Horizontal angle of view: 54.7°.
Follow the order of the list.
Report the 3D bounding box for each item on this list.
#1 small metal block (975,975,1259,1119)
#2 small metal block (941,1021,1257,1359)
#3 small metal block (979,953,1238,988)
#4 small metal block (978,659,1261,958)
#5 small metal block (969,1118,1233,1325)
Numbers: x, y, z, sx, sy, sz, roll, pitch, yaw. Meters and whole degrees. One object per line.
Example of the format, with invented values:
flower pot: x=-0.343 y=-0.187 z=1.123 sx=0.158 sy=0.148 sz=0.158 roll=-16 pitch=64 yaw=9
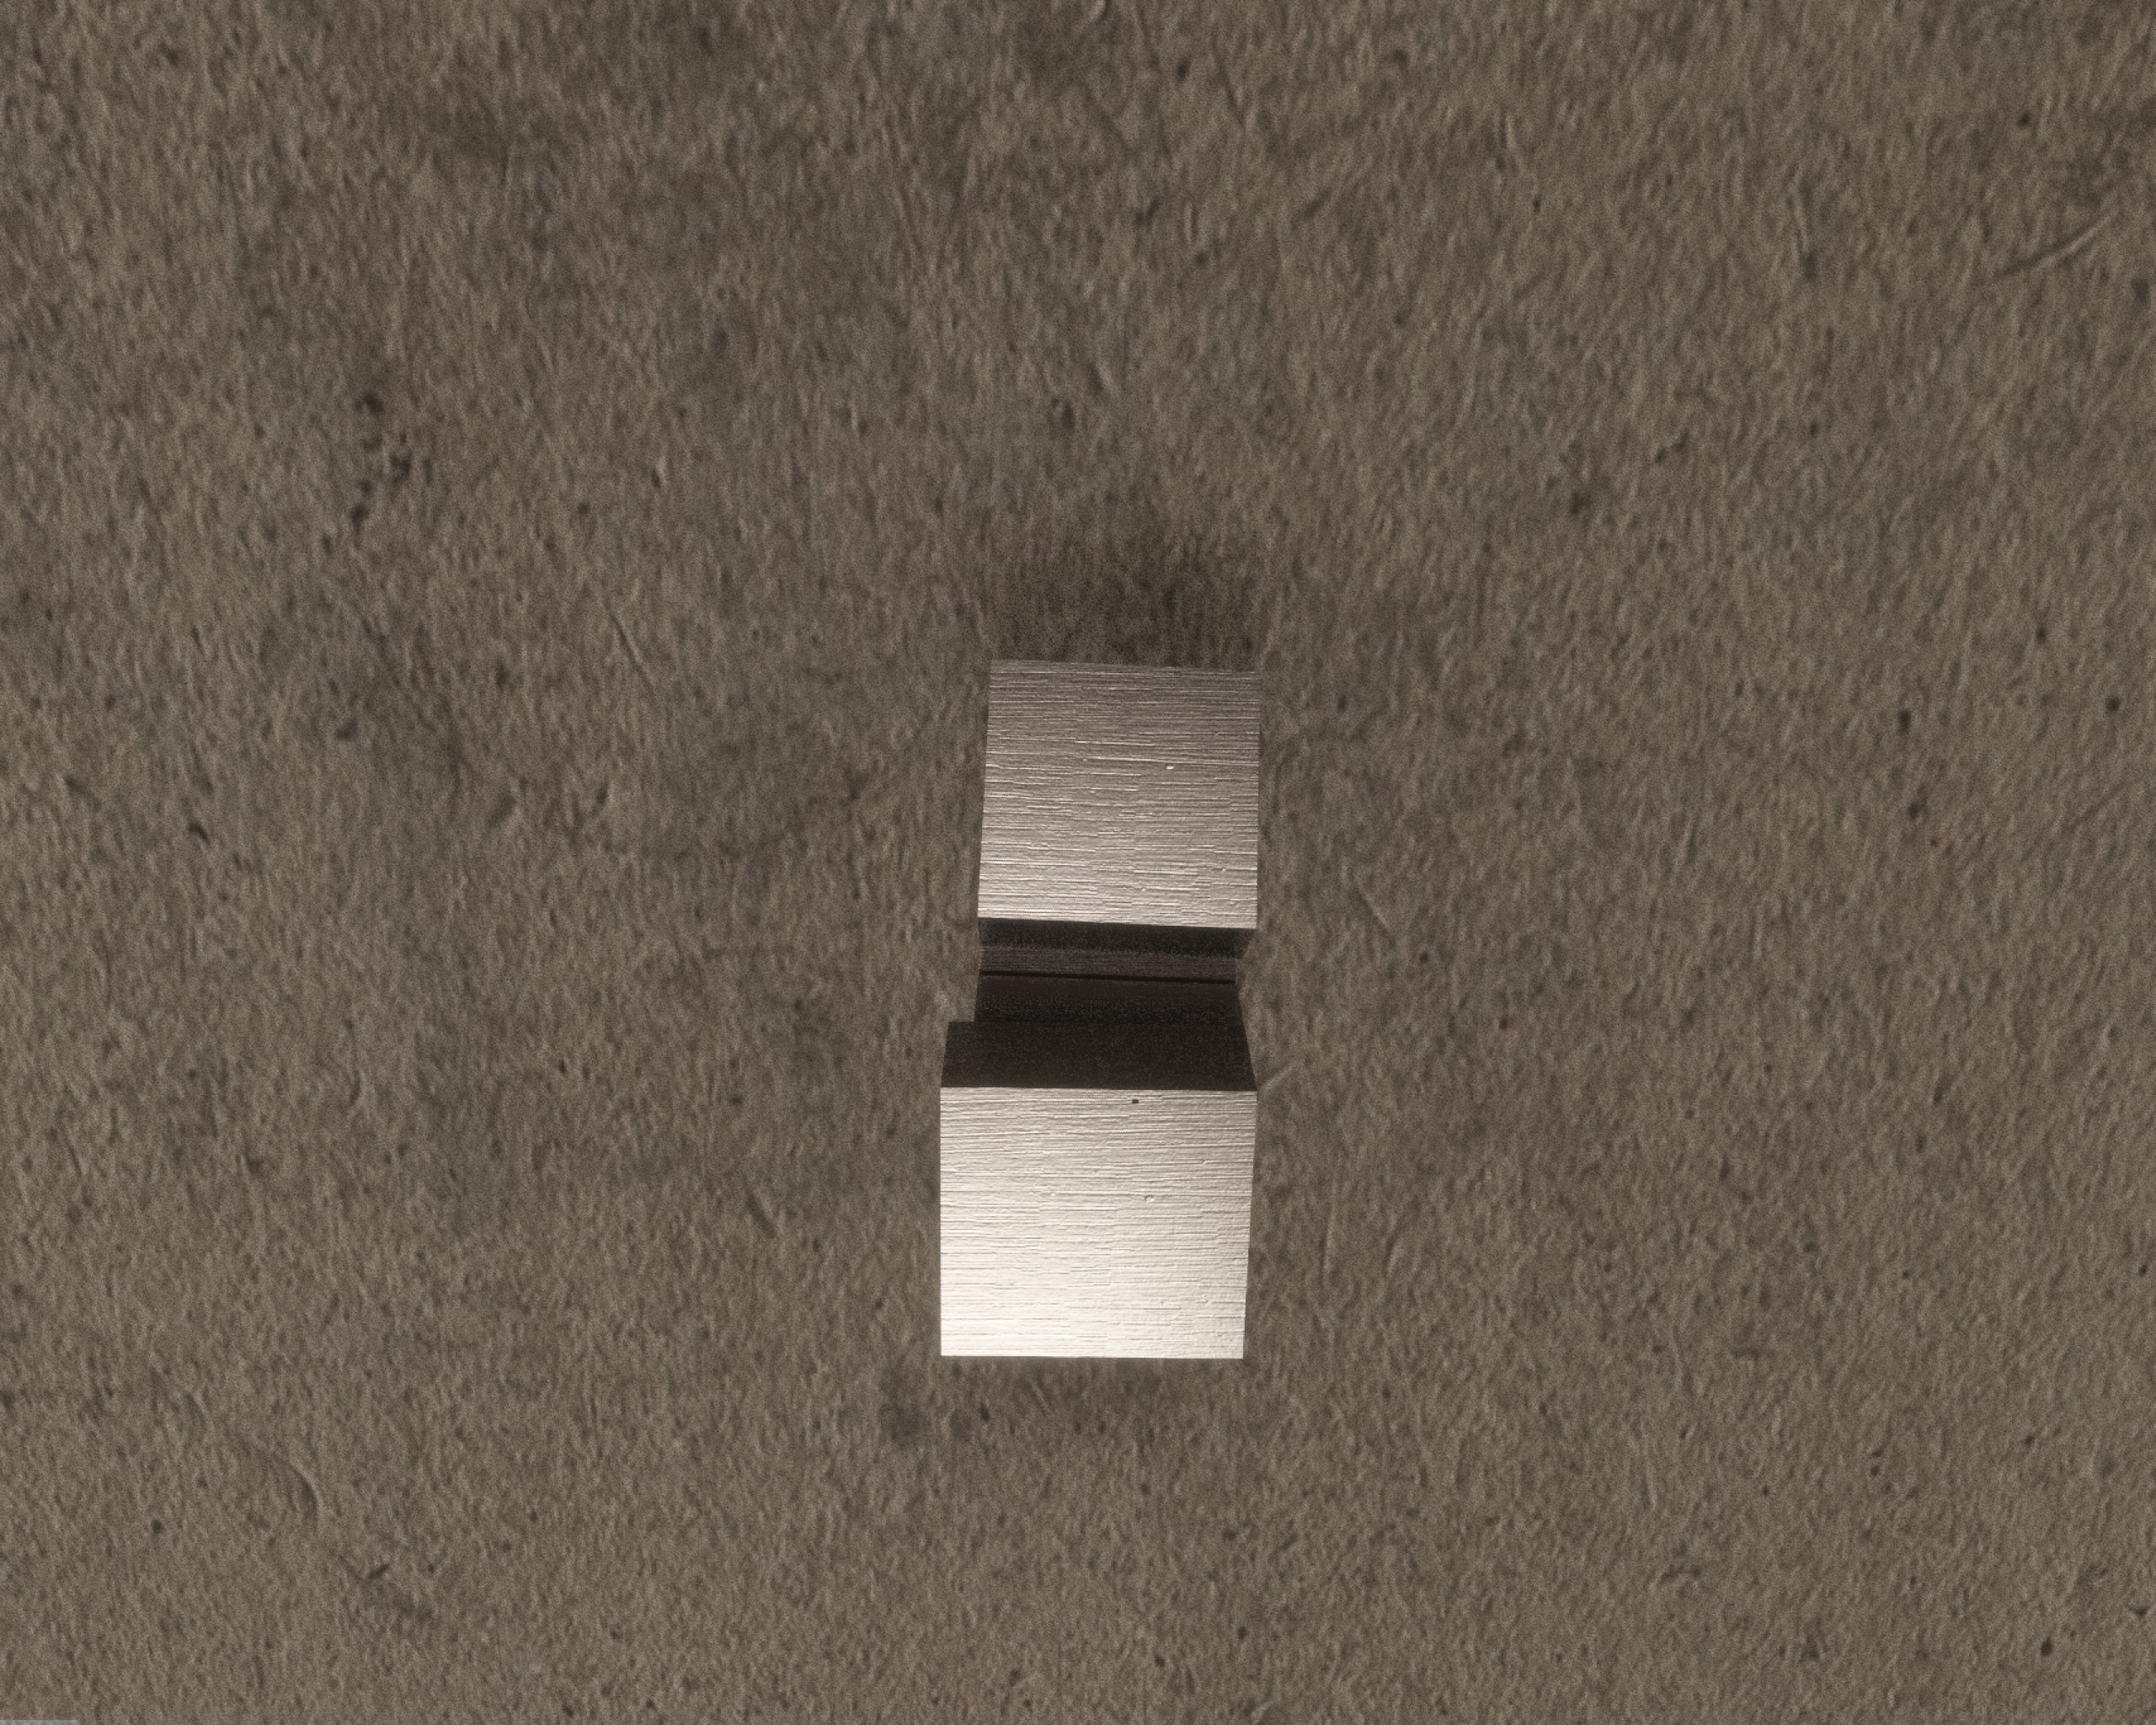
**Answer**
small metal block: x=0.005 y=0.043 z=0.386 sx=0.050 sy=0.050 sz=0.025 roll=2 pitch=110 yaw=-1
small metal block: x=0.003 y=0.055 z=0.351 sx=0.050 sy=0.025 sz=0.050 roll=1 pitch=110 yaw=-1
small metal block: x=0.005 y=0.029 z=0.423 sx=0.050 sy=0.025 sz=0.050 roll=2 pitch=110 yaw=-2
small metal block: x=0.008 y=-0.010 z=0.395 sx=0.050 sy=0.025 sz=0.050 roll=3 pitch=74 yaw=-1
small metal block: x=0.004 y=0.074 z=0.425 sx=0.050 sy=0.025 sz=0.050 roll=2 pitch=151 yaw=-1
